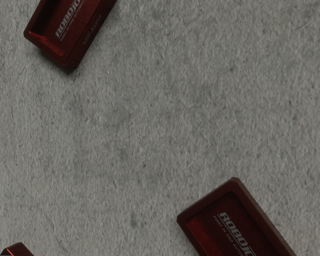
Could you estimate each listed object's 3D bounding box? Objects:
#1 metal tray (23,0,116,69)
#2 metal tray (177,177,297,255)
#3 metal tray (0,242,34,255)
[{"bbox_3d":[-0.131,-0.165,0.450,0.090,0.030,0.129,37,101,15],"label":"metal tray"},{"bbox_3d":[0.093,0.137,0.372,0.090,0.030,0.130,-38,78,15],"label":"metal tray"},{"bbox_3d":[-0.207,0.255,0.477,0.130,0.030,0.090,38,102,15],"label":"metal tray"}]
